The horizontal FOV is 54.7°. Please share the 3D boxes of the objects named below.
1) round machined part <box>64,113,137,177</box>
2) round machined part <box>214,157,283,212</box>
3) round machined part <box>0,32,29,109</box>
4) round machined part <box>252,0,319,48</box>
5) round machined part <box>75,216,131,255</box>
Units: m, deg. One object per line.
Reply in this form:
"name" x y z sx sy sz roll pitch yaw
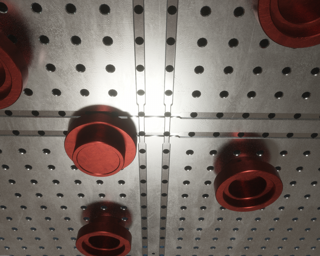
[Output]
"round machined part" -0.081 0.030 0.425 0.099 0.042 0.097 -1 130 0
"round machined part" 0.131 0.082 0.473 0.099 0.042 0.097 -1 130 0
"round machined part" -0.195 -0.070 0.338 0.099 0.042 0.097 -1 130 0
"round machined part" 0.137 -0.130 0.292 0.099 0.042 0.097 -1 130 0
"round machined part" -0.101 0.199 0.568 0.099 0.042 0.097 0 130 0
